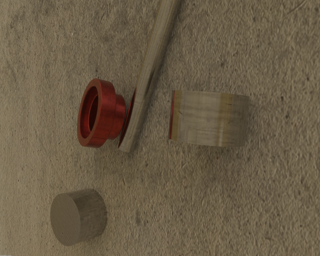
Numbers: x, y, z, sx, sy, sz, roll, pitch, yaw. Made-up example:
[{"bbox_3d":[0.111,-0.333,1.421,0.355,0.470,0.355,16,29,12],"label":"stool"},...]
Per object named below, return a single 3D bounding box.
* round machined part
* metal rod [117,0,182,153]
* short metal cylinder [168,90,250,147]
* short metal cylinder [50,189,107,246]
[{"bbox_3d":[-0.083,-0.019,0.446,0.098,0.042,0.098,-25,59,54],"label":"round machined part"},{"bbox_3d":[-0.004,-0.107,0.406,0.025,0.025,0.298,29,108,36],"label":"metal rod"},{"bbox_3d":[0.051,-0.011,0.326,0.080,0.081,0.050,8,96,39],"label":"short metal cylinder"},{"bbox_3d":[-0.130,0.140,0.493,0.080,0.050,0.079,0,90,39],"label":"short metal cylinder"}]
